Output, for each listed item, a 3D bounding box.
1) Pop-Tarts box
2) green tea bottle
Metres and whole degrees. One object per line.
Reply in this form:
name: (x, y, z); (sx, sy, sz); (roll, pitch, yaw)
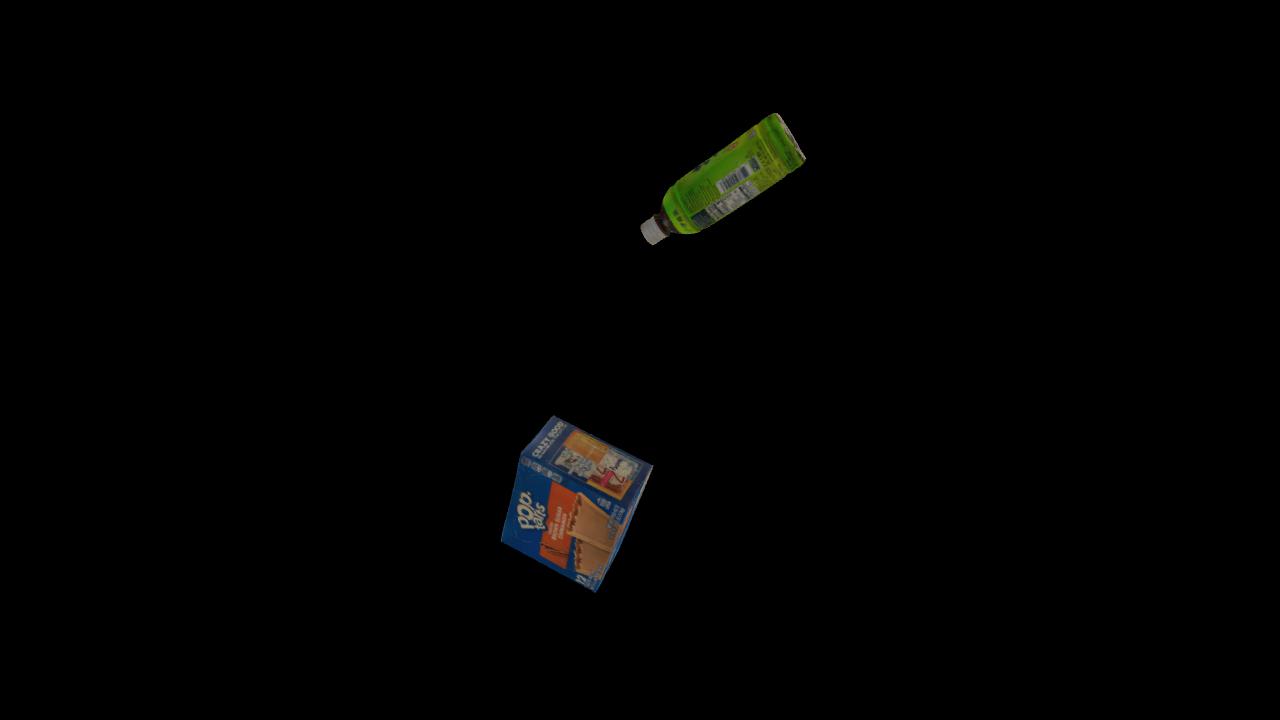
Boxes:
Pop-Tarts box: (-0.081, 0.179, 0.757); (0.141, 0.167, 0.083); (26, 35, 9)
green tea bottle: (0.092, -0.209, 0.749); (0.212, 0.073, 0.073); (-30, -12, 22)
